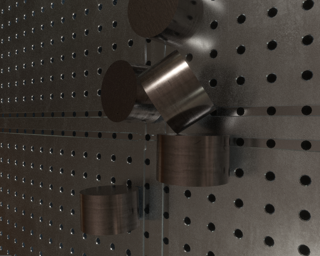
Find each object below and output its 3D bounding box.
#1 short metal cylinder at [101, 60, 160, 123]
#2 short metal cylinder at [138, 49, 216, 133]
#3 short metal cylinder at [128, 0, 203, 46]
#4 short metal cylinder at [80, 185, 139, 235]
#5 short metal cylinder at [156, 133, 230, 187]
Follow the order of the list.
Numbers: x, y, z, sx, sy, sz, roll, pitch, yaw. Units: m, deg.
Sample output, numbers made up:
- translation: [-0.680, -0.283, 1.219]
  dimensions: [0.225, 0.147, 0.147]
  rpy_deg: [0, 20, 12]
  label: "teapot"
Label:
- translation: [-0.036, -0.047, 0.414]
  dimensions: [0.080, 0.050, 0.079]
  rpy_deg: [-2, 88, 47]
  label: "short metal cylinder"
- translation: [0.019, -0.040, 0.347]
  dimensions: [0.050, 0.080, 0.080]
  rpy_deg: [-33, 68, 8]
  label: "short metal cylinder"
- translation: [0.006, -0.148, 0.386]
  dimensions: [0.080, 0.050, 0.079]
  rpy_deg: [0, 90, 39]
  label: "short metal cylinder"
- translation: [-0.069, 0.111, 0.428]
  dimensions: [0.080, 0.081, 0.050]
  rpy_deg: [-3, 88, 39]
  label: "short metal cylinder"
- translation: [0.036, 0.032, 0.342]
  dimensions: [0.080, 0.081, 0.050]
  rpy_deg: [1, 91, 39]
  label: "short metal cylinder"
